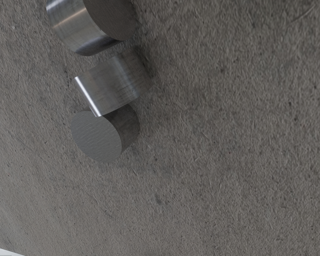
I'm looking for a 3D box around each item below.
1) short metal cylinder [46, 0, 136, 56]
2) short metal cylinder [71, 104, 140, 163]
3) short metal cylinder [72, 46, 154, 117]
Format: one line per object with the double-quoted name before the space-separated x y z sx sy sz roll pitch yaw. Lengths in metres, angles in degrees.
"short metal cylinder" -0.071 -0.124 0.332 0.050 0.080 0.080 -14 111 34
"short metal cylinder" -0.075 0.001 0.431 0.080 0.050 0.079 13 124 21
"short metal cylinder" -0.055 -0.055 0.366 0.080 0.080 0.050 -18 109 35
